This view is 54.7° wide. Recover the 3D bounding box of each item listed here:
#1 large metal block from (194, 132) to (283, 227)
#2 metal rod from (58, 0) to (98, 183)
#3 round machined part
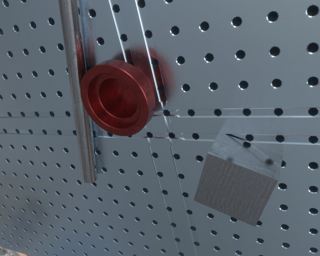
[{"bbox_3d":[0.095,0.063,0.384,0.080,0.050,0.079,21,126,16],"label":"large metal block"},{"bbox_3d":[-0.114,-0.040,0.446,0.025,0.025,0.298,15,125,19],"label":"metal rod"},{"bbox_3d":[-0.050,-0.042,0.401,0.098,0.042,0.097,13,124,21],"label":"round machined part"}]
